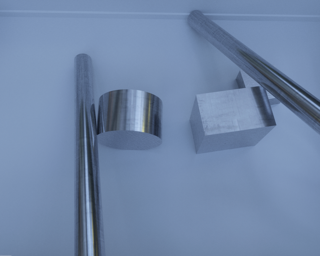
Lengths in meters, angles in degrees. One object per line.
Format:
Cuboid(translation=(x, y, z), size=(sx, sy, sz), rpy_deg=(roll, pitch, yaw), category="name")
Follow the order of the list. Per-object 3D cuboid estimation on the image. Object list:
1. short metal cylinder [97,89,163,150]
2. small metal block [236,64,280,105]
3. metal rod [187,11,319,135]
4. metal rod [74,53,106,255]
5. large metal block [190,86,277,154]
Cuboid(translation=(-0.037, -0.007, 0.383), size=(0.081, 0.080, 0.050), rpy_deg=(1, 70, 0), category="short metal cylinder")
Cuboid(translation=(0.140, -0.057, 0.432), size=(0.050, 0.025, 0.050), rpy_deg=(-10, 70, -4), category="small metal block")
Cuboid(translation=(0.110, -0.076, 0.369), size=(0.025, 0.025, 0.300), rpy_deg=(-23, 45, -9), category="metal rod")
Cuboid(translation=(-0.083, 0.011, 0.345), size=(0.025, 0.025, 0.300), rpy_deg=(-11, 48, -4), category="metal rod")
Cuboid(translation=(0.085, -0.007, 0.384), size=(0.081, 0.080, 0.050), rpy_deg=(-8, 71, -3), category="large metal block")
